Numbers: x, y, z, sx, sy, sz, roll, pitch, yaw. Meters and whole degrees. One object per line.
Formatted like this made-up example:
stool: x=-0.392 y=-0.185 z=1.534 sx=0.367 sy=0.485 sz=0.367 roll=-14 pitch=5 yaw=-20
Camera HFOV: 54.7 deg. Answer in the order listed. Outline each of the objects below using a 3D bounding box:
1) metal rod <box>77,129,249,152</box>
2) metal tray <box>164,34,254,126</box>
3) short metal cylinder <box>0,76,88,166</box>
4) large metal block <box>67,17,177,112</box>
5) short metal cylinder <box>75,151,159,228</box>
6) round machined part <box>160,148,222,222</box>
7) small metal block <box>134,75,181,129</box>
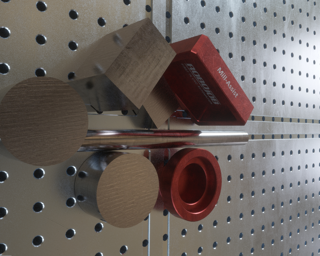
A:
metal rod: x=0.025 y=0.015 z=0.429 sx=0.302 sy=0.025 sz=0.025 roll=1 pitch=90 yaw=-40
metal tray: x=0.054 y=-0.056 z=0.411 sx=0.130 sy=0.090 sz=0.030 roll=47 pitch=62 yaw=-30
short metal cylinder: x=-0.117 y=-0.006 z=0.294 sx=0.081 sy=0.050 sz=0.080 roll=0 pitch=90 yaw=-40
large metal block: x=-0.042 y=-0.065 z=0.338 sx=0.050 sy=0.080 sz=0.080 roll=47 pitch=62 yaw=-31
short metal cylinder: x=-0.048 y=0.067 z=0.352 sx=0.081 sy=0.050 sz=0.080 roll=0 pitch=90 yaw=-40
round machined part: x=0.038 y=0.076 z=0.430 sx=0.099 sy=0.042 sz=0.097 roll=0 pitch=90 yaw=-40
small metal block: x=-0.008 y=-0.034 z=0.403 sx=0.050 sy=0.025 sz=0.050 roll=-47 pitch=118 yaw=-30
